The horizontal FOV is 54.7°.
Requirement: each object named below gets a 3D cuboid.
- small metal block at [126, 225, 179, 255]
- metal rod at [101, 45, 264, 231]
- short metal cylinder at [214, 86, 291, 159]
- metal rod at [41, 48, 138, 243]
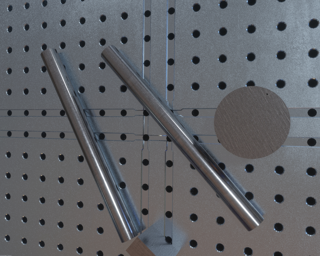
[{"bbox_3d":[-0.009,0.160,0.402,0.050,0.050,0.025,42,103,15],"label":"small metal block"},{"bbox_3d":[0.021,0.004,0.405,0.025,0.025,0.300,-44,77,15],"label":"metal rod"},{"bbox_3d":[0.108,-0.006,0.361,0.080,0.050,0.079,0,90,20],"label":"short metal cylinder"},{"bbox_3d":[-0.105,0.019,0.449,0.025,0.025,0.299,-28,81,18],"label":"metal rod"}]
